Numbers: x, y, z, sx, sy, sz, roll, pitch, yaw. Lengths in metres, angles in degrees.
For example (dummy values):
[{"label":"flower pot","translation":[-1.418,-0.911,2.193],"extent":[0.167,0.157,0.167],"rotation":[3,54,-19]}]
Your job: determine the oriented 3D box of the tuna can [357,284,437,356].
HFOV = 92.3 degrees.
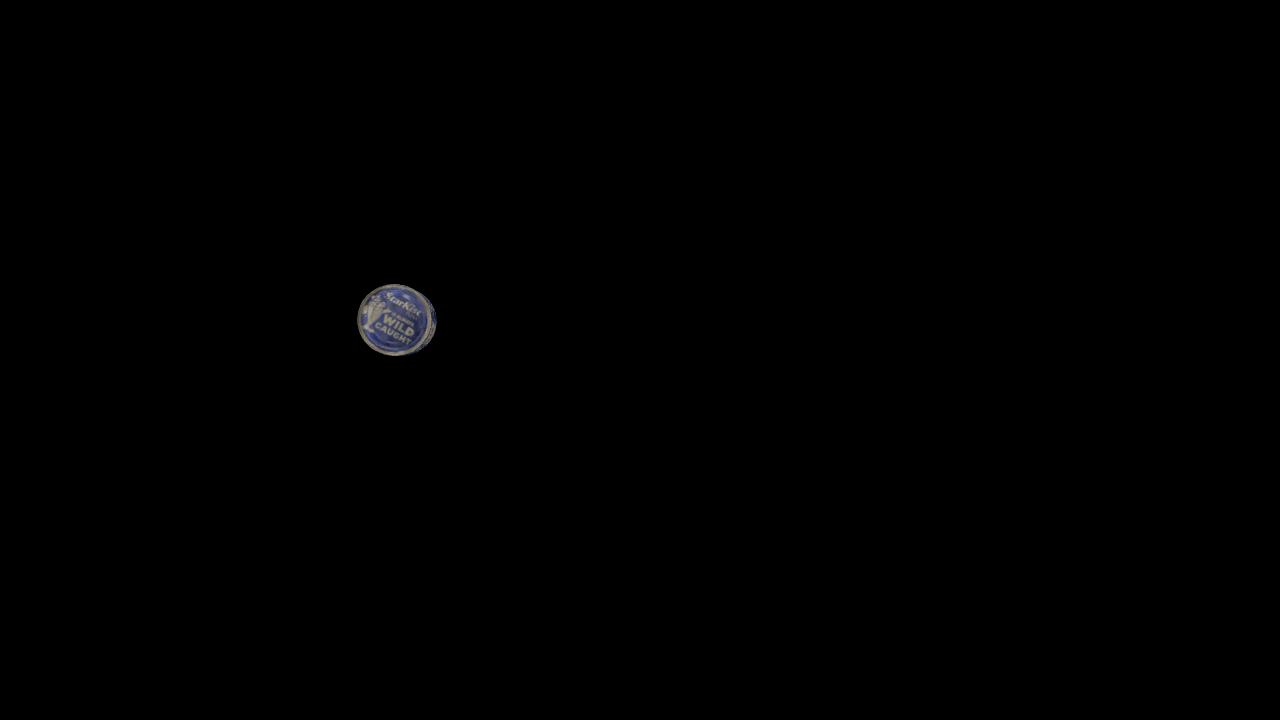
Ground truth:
[{"label":"tuna can","translation":[-0.286,-0.047,0.730],"extent":[0.084,0.084,0.034],"rotation":[0,0,-5]}]
